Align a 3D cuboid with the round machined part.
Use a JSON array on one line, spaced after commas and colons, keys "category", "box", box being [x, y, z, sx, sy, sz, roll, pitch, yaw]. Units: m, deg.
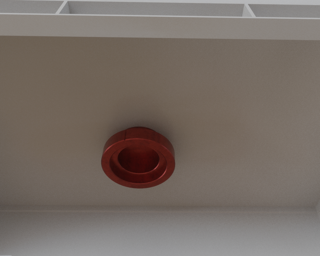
[{"category": "round machined part", "box": [-0.029, 0.036, 0.428, 0.099, 0.042, 0.097, 0, 130, 0]}]
